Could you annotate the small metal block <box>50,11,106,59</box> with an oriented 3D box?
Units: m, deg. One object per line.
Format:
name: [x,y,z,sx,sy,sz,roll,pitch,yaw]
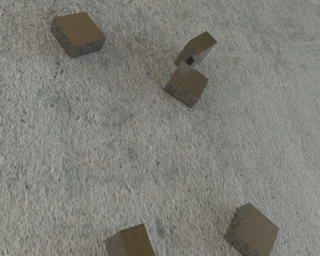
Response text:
small metal block: [-0.111,-0.127,0.421,0.050,0.025,0.050,-30,78,-38]

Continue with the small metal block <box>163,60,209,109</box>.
small metal block: [0.040,-0.066,0.465,0.050,0.025,0.050,34,51,-6]

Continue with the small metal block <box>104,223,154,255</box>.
small metal block: [-0.028,0.125,0.297,0.025,0.050,0.050,-8,66,-32]

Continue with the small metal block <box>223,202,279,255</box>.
small metal block: [0.114,0.131,0.385,0.050,0.025,0.050,42,51,0]

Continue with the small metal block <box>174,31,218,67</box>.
small metal block: [0.056,-0.120,0.491,0.025,0.050,0.050,48,51,5]
